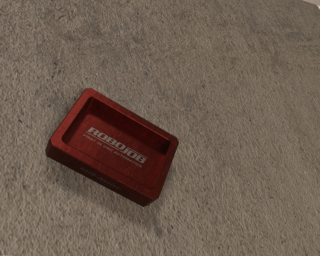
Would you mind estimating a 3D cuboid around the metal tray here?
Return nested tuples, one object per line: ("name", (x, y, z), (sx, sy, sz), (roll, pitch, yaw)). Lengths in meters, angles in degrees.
("metal tray", (-0.050, 0.021, 0.361), (0.130, 0.030, 0.090), (30, 52, -9))
